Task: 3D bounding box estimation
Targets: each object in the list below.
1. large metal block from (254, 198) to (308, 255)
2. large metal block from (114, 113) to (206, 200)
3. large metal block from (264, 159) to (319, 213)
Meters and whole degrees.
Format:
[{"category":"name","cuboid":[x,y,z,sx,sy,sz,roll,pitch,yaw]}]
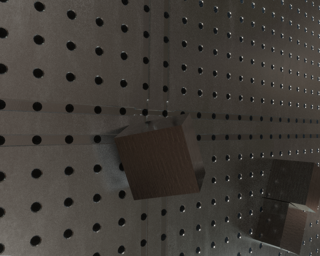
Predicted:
[{"category":"large metal block","cuboid":[0.233,0.188,0.593,0.080,0.050,0.080,31,71,-36]},{"category":"large metal block","cuboid":[0.002,0.034,0.368,0.050,0.080,0.080,-50,126,-67]},{"category":"large metal block","cuboid":[0.257,0.109,0.593,0.050,0.080,0.080,33,70,-36]}]
